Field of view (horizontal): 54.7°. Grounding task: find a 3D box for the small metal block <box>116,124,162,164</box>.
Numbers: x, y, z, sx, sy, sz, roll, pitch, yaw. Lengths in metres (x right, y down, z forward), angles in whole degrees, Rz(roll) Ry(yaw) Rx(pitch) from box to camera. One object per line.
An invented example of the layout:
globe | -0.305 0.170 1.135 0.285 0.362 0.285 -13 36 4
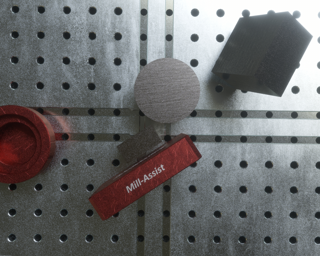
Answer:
small metal block | -0.025 0.019 0.401 0.050 0.050 0.025 -33 90 0

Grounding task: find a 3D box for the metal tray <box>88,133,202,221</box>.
metal tray | -0.016 0.054 0.380 0.130 0.090 0.030 -33 90 0

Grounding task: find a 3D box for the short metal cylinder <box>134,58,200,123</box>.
short metal cylinder | 0.009 -0.046 0.401 0.081 0.050 0.079 0 90 -1

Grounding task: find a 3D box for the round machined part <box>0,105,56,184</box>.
round machined part | -0.184 0.020 0.402 0.099 0.042 0.097 0 90 -1

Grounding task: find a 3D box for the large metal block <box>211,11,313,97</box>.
large metal block | 0.122 -0.090 0.380 0.050 0.080 0.080 28 90 -29
